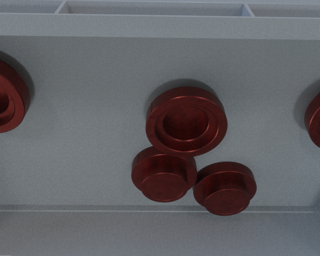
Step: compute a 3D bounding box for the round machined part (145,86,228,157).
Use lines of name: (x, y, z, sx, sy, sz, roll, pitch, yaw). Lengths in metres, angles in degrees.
round machined part: (0.032, -0.012, 0.388, 0.099, 0.042, 0.097, 0, 130, 0)

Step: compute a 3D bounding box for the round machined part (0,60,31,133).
round machined part: (-0.201, -0.043, 0.359, 0.099, 0.042, 0.097, 0, 130, 0)

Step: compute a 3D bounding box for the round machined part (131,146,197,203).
round machined part: (0.006, 0.074, 0.461, 0.099, 0.042, 0.097, 0, 130, 0)

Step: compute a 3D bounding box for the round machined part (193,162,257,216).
round machined part: (0.102, 0.101, 0.485, 0.099, 0.042, 0.097, 0, 130, 0)

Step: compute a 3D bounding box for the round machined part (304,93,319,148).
round machined part: (0.229, -0.019, 0.380, 0.099, 0.042, 0.097, 2, 128, 3)
